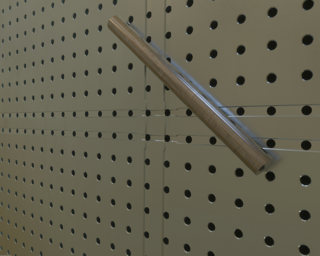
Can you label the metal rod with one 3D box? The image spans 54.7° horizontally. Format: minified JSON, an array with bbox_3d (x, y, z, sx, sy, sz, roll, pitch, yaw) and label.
[{"bbox_3d":[0.020,-0.058,0.390,0.300,0.025,0.025,48,118,29],"label":"metal rod"}]
